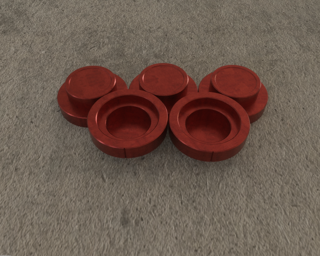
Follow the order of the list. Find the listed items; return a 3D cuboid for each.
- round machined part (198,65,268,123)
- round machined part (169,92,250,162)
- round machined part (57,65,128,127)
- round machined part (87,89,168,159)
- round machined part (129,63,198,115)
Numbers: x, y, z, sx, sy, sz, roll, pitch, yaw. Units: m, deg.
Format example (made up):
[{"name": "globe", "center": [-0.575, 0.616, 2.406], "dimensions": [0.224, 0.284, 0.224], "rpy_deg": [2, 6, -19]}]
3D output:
[{"name": "round machined part", "center": [0.104, -0.052, 0.439], "dimensions": [0.099, 0.042, 0.098], "rpy_deg": [0, 50, 0]}, {"name": "round machined part", "center": [0.060, 0.003, 0.392], "dimensions": [0.099, 0.042, 0.098], "rpy_deg": [0, 50, 0]}, {"name": "round machined part", "center": [-0.094, -0.051, 0.435], "dimensions": [0.099, 0.042, 0.098], "rpy_deg": [0, 50, 0]}, {"name": "round machined part", "center": [-0.039, -0.001, 0.394], "dimensions": [0.099, 0.042, 0.098], "rpy_deg": [0, 50, 0]}, {"name": "round machined part", "center": [0.005, -0.055, 0.440], "dimensions": [0.099, 0.042, 0.098], "rpy_deg": [0, 50, 0]}]
